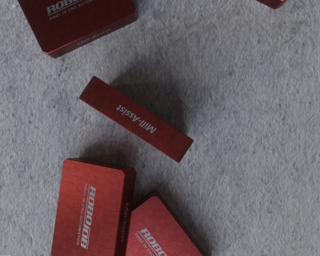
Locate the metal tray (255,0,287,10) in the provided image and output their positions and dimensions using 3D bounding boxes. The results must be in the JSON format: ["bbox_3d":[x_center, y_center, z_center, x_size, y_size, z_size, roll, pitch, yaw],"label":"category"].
[{"bbox_3d":[0.122,-0.228,0.409,0.131,0.030,0.090,26,90,-1],"label":"metal tray"}]

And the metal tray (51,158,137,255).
[{"bbox_3d":[-0.084,0.108,0.390,0.090,0.030,0.129,8,90,22],"label":"metal tray"}]

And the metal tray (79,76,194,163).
[{"bbox_3d":[-0.026,-0.010,0.377,0.130,0.090,0.030,33,90,-1],"label":"metal tray"}]

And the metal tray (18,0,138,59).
[{"bbox_3d":[-0.107,-0.160,0.406,0.131,0.030,0.090,-25,90,-1],"label":"metal tray"}]

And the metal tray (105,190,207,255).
[{"bbox_3d":[-0.002,0.161,0.408,0.090,0.030,0.130,-37,91,-1],"label":"metal tray"}]
